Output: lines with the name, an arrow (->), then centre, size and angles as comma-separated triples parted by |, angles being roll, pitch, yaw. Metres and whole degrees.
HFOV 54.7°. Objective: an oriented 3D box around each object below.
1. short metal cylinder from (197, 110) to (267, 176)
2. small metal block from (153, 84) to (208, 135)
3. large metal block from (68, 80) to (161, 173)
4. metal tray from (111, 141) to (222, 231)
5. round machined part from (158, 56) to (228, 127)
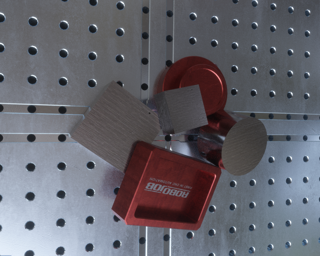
short metal cylinder -> 0.099, 0.019, 0.424 | 0.081, 0.050, 0.079 | -9, 109, -29
small metal block -> 0.025, -0.022, 0.373 | 0.050, 0.025, 0.050 | -15, 92, -31
large metal block -> -0.053, 0.001, 0.380 | 0.080, 0.050, 0.080 | 37, 78, -16
metal tray -> 0.014, 0.076, 0.385 | 0.131, 0.030, 0.090 | 21, 90, -41
round machined part -> 0.050, -0.050, 0.422 | 0.099, 0.042, 0.097 | 0, 90, -20
